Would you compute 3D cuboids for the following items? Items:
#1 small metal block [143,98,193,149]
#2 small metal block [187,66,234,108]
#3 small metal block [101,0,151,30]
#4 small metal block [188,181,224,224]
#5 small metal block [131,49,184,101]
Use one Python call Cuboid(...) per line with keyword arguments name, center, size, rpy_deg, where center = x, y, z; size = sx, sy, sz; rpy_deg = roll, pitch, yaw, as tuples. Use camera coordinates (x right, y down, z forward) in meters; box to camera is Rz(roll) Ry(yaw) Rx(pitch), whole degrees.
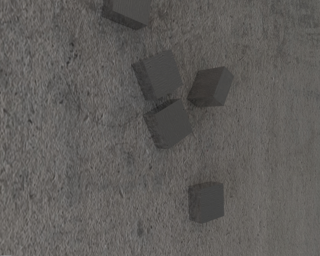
Cuboid(name="small metal block", center=(0.011, -0.006, 0.414), size=(0.050, 0.025, 0.050), rpy_deg=(-34, 111, -35))
Cuboid(name="small metal block", center=(0.073, -0.059, 0.449), size=(0.025, 0.050, 0.050), rpy_deg=(35, 68, -35))
Cuboid(name="small metal block", center=(-0.039, -0.152, 0.371), size=(0.050, 0.025, 0.050), rpy_deg=(10, 84, -40))
Cuboid(name="small metal block", center=(0.069, 0.110, 0.463), size=(0.050, 0.025, 0.050), rpy_deg=(-3, 92, -40))
Cuboid(name="small metal block", center=(-0.002, -0.069, 0.402), size=(0.050, 0.025, 0.050), rpy_deg=(-33, 111, -35))
